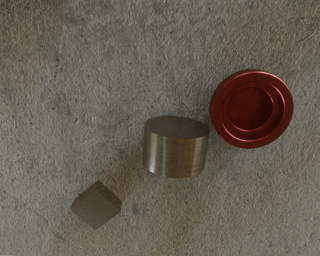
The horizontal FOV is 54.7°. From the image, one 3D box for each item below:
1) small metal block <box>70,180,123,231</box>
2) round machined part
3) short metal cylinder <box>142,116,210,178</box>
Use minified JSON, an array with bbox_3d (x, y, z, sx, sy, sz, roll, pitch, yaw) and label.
[{"bbox_3d":[-0.091,0.112,0.450,0.050,0.025,0.050,-39,106,13],"label":"small metal block"},{"bbox_3d":[0.112,-0.026,0.392,0.099,0.042,0.097,0,110,0],"label":"round machined part"},{"bbox_3d":[0.019,0.021,0.388,0.081,0.080,0.050,4,110,-2],"label":"short metal cylinder"}]
